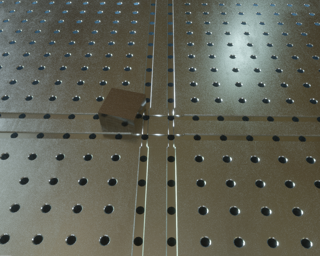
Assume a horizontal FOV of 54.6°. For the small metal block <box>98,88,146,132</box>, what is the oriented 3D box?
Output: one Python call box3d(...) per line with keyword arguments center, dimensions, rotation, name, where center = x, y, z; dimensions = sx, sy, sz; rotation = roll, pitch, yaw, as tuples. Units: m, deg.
box3d(center=(-0.051, -0.026, 0.429), dimensions=(0.050, 0.025, 0.050), rotation=(12, 51, 10), name="small metal block")
